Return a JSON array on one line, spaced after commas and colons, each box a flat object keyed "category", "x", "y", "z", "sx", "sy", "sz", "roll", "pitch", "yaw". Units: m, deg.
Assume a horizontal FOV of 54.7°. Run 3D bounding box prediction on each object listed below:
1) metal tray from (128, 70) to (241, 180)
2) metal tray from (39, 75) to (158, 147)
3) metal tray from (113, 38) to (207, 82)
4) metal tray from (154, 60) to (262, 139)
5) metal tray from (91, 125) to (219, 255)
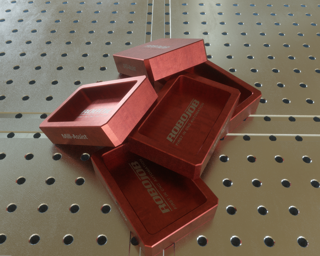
[{"category": "metal tray", "x": 0.032, "y": -0.011, "z": 0.375, "sx": 0.090, "sy": 0.030, "sz": 0.130, "roll": 23, "pitch": 53, "yaw": 17}, {"category": "metal tray", "x": -0.077, "y": -0.021, "z": 0.381, "sx": 0.130, "sy": 0.030, "sz": 0.090, "roll": 0, "pitch": 42, "yaw": 40}, {"category": "metal tray", "x": -0.004, "y": -0.103, "z": 0.452, "sx": 0.091, "sy": 0.030, "sz": 0.130, "roll": -24, "pitch": 24, "yaw": -20}, {"category": "metal tray", "x": 0.066, "y": -0.052, "z": 0.448, "sx": 0.091, "sy": 0.030, "sz": 0.130, "roll": -36, "pitch": 59, "yaw": -27}, {"category": "metal tray", "x": -0.009, "y": 0.063, "z": 0.351, "sx": 0.091, "sy": 0.030, "sz": 0.130, "roll": -26, "pitch": 55, "yaw": -21}]
